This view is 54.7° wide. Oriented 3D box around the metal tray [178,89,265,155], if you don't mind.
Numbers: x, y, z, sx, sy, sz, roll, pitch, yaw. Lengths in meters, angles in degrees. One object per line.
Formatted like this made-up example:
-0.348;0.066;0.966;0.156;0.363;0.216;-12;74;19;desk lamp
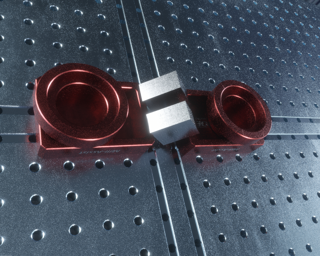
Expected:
0.083;-0.009;0.455;0.131;0.030;0.090;1;62;-28;metal tray

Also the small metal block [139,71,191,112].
0.007;-0.044;0.404;0.050;0.050;0.025;-19;65;12;small metal block

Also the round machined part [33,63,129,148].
-0.089;-0.021;0.346;0.099;0.042;0.098;14;56;-21;round machined part

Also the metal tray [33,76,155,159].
-0.078;-0.013;0.372;0.131;0.030;0.090;-1;64;-29;metal tray

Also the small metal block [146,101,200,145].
0.017;-0.005;0.385;0.050;0.050;0.025;-19;65;12;small metal block

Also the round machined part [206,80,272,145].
0.109;-0.018;0.451;0.099;0.042;0.098;14;56;-21;round machined part
